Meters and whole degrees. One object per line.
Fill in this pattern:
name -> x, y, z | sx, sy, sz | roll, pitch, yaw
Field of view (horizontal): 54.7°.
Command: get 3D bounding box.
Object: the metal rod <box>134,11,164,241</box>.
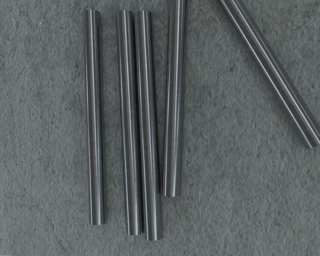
metal rod -> -0.015, -0.004, 0.413 | 0.025, 0.025, 0.298 | -3, 89, 19

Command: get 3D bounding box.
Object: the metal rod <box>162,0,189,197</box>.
metal rod -> 0.020, -0.063, 0.401 | 0.025, 0.025, 0.298 | 2, 91, 19

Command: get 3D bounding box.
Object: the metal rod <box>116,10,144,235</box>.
metal rod -> -0.041, -0.008, 0.422 | 0.025, 0.025, 0.298 | -3, 89, 19

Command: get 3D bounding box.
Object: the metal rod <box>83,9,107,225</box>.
metal rod -> -0.092, -0.015, 0.440 | 0.025, 0.025, 0.298 | -2, 89, 19

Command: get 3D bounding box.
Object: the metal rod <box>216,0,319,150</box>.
metal rod -> 0.107, -0.112, 0.370 | 0.025, 0.025, 0.299 | -31, 80, 17
